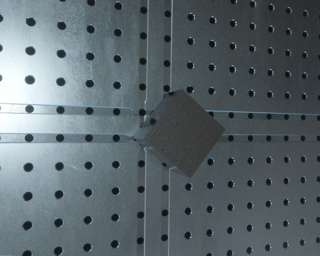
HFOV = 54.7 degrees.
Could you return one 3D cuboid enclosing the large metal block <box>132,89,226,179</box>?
[{"bbox_3d":[0.024,0.007,0.410,0.080,0.050,0.080,41,77,-16],"label":"large metal block"}]
